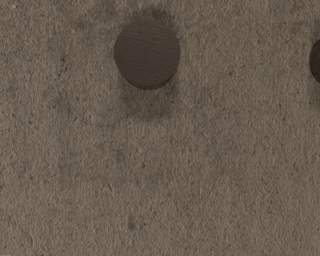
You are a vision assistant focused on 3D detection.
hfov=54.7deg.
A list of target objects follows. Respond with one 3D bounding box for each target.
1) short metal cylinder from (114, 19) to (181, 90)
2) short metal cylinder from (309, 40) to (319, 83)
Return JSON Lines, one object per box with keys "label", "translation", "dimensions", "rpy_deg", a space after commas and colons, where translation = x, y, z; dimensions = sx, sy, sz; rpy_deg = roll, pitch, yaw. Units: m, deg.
{"label": "short metal cylinder", "translation": [-0.016, -0.091, 0.397], "dimensions": [0.081, 0.050, 0.079], "rpy_deg": [0, 90, -1]}
{"label": "short metal cylinder", "translation": [0.245, -0.092, 0.401], "dimensions": [0.081, 0.050, 0.079], "rpy_deg": [0, 90, -1]}
